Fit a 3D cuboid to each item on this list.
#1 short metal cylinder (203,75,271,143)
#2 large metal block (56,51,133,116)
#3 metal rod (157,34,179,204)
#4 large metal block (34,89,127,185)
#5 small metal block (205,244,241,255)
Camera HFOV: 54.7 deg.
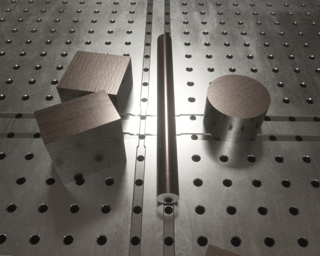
[{"bbox_3d":[0.100,-0.026,0.415,0.081,0.050,0.080,0,50,0],"label":"short metal cylinder"},{"bbox_3d":[-0.088,-0.062,0.442,0.080,0.050,0.080,8,50,6],"label":"large metal block"},{"bbox_3d":[0.008,-0.037,0.438,0.025,0.025,0.300,0,50,0],"label":"metal rod"},{"bbox_3d":[-0.089,0.011,0.361,0.081,0.080,0.050,-21,53,-17],"label":"large metal block"},{"bbox_3d":[0.062,0.144,0.287,0.050,0.025,0.050,17,52,13],"label":"small metal block"}]
